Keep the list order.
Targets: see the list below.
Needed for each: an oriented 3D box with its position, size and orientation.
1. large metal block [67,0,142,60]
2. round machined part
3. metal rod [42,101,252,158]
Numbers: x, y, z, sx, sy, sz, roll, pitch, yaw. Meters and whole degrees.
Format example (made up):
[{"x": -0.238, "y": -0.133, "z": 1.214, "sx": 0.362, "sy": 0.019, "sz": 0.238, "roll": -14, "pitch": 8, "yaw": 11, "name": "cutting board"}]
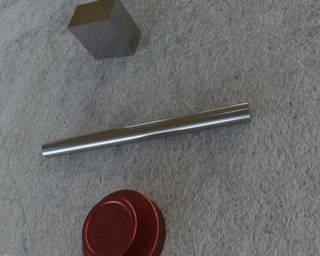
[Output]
[{"x": -0.089, "y": -0.162, "z": 0.513, "sx": 0.080, "sy": 0.080, "sz": 0.050, "roll": -1, "pitch": 62, "yaw": 27, "name": "large metal block"}, {"x": -0.047, "y": 0.115, "z": 0.345, "sx": 0.098, "sy": 0.042, "sz": 0.098, "roll": -13, "pitch": 56, "yaw": 20, "name": "round machined part"}, {"x": -0.033, "y": 0.007, "z": 0.414, "sx": 0.301, "sy": 0.025, "sz": 0.025, "roll": -11, "pitch": 57, "yaw": 21, "name": "metal rod"}]
